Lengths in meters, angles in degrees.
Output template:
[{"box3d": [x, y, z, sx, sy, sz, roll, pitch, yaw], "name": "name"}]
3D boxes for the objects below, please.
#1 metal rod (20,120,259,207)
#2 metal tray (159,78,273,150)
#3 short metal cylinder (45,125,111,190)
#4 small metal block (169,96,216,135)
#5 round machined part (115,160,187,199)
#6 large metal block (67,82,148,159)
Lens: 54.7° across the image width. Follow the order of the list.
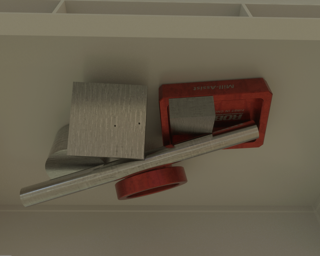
[{"box3d": [-0.024, 0.044, 0.390, 0.302, 0.025, 0.025, -16, 129, -1], "name": "metal rod"}, {"box3d": [0.067, -0.014, 0.392, 0.131, 0.030, 0.089, -4, 130, 2], "name": "metal tray"}, {"box3d": [-0.108, 0.040, 0.422, 0.081, 0.050, 0.079, 0, 130, 0], "name": "short metal cylinder"}, {"box3d": [0.037, -0.014, 0.368, 0.050, 0.025, 0.050, -3, 156, 3], "name": "small metal block"}, {"box3d": [-0.015, 0.067, 0.432, 0.099, 0.042, 0.098, -14, 164, -4], "name": "round machined part"}, {"box3d": [-0.056, -0.006, 0.355, 0.081, 0.080, 0.050, 3, 172, -2], "name": "large metal block"}]
